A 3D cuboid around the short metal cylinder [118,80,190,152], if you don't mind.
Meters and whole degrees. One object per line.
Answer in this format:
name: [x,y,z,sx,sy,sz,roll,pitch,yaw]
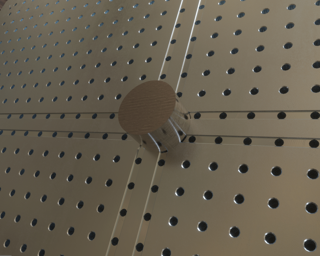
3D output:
short metal cylinder: [-0.007,-0.015,0.406,0.080,0.050,0.080,-13,56,21]
